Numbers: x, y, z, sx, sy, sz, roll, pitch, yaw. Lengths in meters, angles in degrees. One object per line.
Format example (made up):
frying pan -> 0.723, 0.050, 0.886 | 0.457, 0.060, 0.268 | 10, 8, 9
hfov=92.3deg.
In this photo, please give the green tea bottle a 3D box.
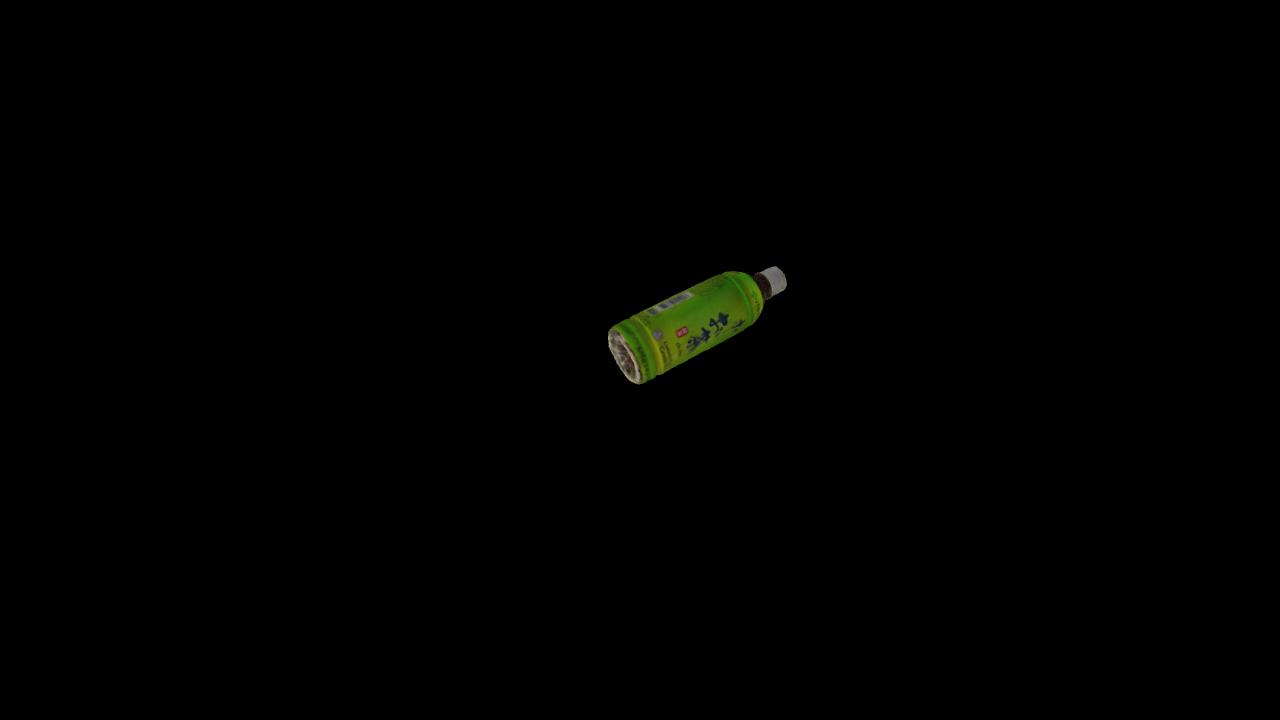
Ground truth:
green tea bottle -> 0.070, -0.049, 0.675 | 0.212, 0.073, 0.073 | -29, 9, -16
